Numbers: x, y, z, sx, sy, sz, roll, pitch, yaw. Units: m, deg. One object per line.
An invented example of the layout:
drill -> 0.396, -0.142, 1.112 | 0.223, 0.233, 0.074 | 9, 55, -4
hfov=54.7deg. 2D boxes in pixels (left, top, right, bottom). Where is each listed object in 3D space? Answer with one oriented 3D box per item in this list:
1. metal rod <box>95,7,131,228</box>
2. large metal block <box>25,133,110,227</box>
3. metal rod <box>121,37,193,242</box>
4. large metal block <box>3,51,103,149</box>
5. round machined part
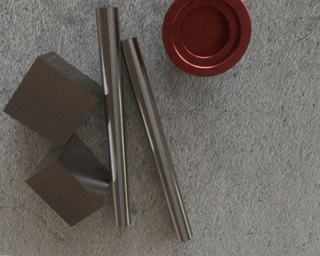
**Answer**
metal rod -> -0.057, 0.004, 0.399 | 0.025, 0.025, 0.298 | -1, 114, 0
large metal block -> -0.113, 0.065, 0.403 | 0.050, 0.080, 0.080 | -34, 107, 11
metal rod -> -0.001, 0.029, 0.420 | 0.025, 0.025, 0.298 | -14, 110, 5
large metal block -> -0.127, -0.035, 0.382 | 0.080, 0.050, 0.080 | 36, 106, -13
round machined part -> 0.052, -0.112, 0.360 | 0.099, 0.042, 0.097 | 0, 110, -1
